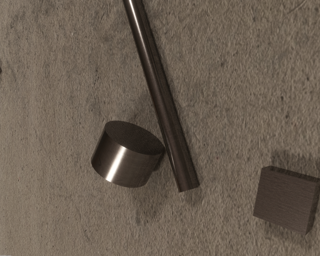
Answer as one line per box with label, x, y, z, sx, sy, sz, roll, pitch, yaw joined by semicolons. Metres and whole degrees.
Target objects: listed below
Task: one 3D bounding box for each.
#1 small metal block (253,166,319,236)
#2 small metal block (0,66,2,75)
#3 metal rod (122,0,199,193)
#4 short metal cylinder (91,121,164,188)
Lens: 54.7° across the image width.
small metal block;0.124;0.068;0.302;0.050;0.025;0.050;14;99;39
small metal block;-0.402;-0.135;0.732;0.050;0.025;0.050;-50;61;28
metal rod;-0.006;-0.065;0.407;0.025;0.025;0.299;-26;74;36
short metal cylinder;-0.042;0.032;0.402;0.080;0.081;0.050;39;114;32
